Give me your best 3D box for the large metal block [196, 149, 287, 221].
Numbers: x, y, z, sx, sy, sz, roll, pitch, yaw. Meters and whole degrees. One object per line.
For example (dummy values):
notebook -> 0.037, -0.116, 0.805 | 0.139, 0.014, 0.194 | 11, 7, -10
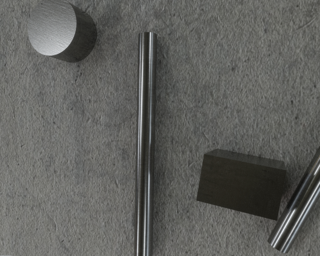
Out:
large metal block -> 0.093, 0.058, 0.347 | 0.080, 0.080, 0.050 | 10, 94, 19

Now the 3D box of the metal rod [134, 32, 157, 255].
metal rod -> -0.019, 0.024, 0.415 | 0.025, 0.025, 0.298 | 1, 90, 20

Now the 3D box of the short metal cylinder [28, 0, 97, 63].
short metal cylinder -> -0.139, -0.139, 0.445 | 0.080, 0.050, 0.079 | 0, 90, 20

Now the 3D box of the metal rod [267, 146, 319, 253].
metal rod -> 0.199, 0.003, 0.338 | 0.025, 0.025, 0.298 | 28, 99, 18
